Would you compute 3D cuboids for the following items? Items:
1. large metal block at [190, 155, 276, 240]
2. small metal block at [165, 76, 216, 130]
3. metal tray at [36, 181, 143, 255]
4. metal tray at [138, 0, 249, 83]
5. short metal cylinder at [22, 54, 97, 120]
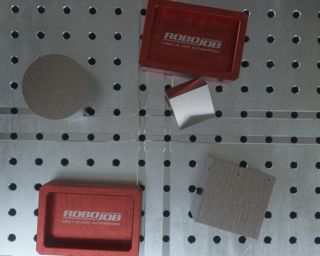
[{"bbox_3d":[0.092,0.087,0.402,0.080,0.050,0.080,17,90,-1],"label":"large metal block"},{"bbox_3d":[0.039,-0.032,0.402,0.050,0.025,0.050,-22,125,0],"label":"small metal block"},{"bbox_3d":[-0.091,0.120,0.409,0.131,0.030,0.089,3,90,-1],"label":"metal tray"},{"bbox_3d":[0.043,-0.114,0.411,0.131,0.030,0.089,9,90,-1],"label":"metal tray"},{"bbox_3d":[-0.127,-0.050,0.399,0.081,0.050,0.079,0,90,-1],"label":"short metal cylinder"}]
